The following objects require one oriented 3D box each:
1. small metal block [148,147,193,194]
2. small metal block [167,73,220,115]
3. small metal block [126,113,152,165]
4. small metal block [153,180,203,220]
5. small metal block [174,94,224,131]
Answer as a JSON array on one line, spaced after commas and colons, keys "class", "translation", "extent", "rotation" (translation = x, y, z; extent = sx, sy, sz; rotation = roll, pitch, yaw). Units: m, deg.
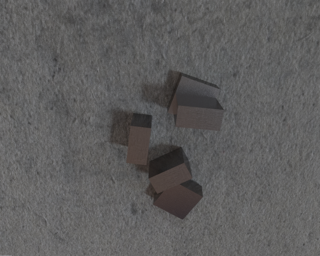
[{"class": "small metal block", "translation": [0.013, 0.056, 0.417], "extent": [0.050, 0.050, 0.025], "rotation": [-25, 108, 8]}, {"class": "small metal block", "translation": [0.042, -0.038, 0.397], "extent": [0.050, 0.025, 0.050], "rotation": [18, 109, -7]}, {"class": "small metal block", "translation": [-0.026, 0.013, 0.401], "extent": [0.025, 0.050, 0.050], "rotation": [7, 110, -3]}, {"class": "small metal block", "translation": [0.025, 0.096, 0.443], "extent": [0.050, 0.025, 0.050], "rotation": [30, 114, -11]}, {"class": "small metal block", "translation": [0.043, -0.019, 0.363], "extent": [0.050, 0.050, 0.025], "rotation": [6, 110, -3]}]
